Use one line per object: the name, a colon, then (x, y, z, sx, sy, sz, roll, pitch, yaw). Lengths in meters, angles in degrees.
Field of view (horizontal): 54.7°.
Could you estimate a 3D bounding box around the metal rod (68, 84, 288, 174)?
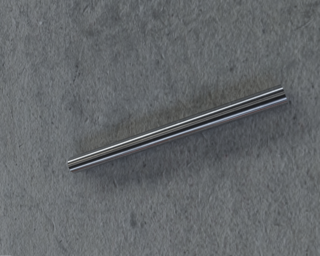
metal rod: (0.009, 0.008, 0.405, 0.300, 0.025, 0.025, -19, 84, 18)
